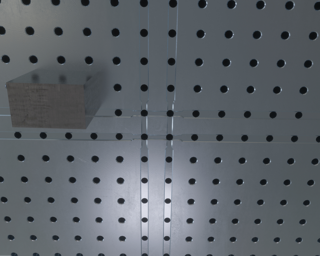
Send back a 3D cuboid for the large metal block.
[{"bbox_3d":[-0.121,-0.037,0.370,0.080,0.080,0.050,2,110,-1],"label":"large metal block"}]
